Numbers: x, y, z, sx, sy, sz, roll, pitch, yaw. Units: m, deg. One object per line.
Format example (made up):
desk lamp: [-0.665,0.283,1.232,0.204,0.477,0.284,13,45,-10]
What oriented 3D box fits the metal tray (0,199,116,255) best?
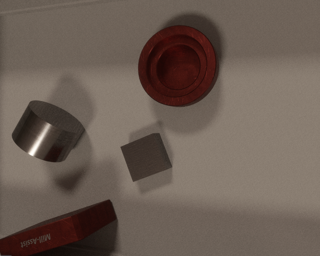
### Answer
metal tray: [-0.138,0.138,0.422,0.130,0.090,0.030,-22,83,18]

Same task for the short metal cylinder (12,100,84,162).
short metal cylinder: [-0.156,0.004,0.435,0.080,0.080,0.050,37,102,16]

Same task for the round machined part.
round machined part: [0.026,-0.075,0.392,0.098,0.042,0.097,0,90,19]

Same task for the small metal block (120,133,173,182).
small metal block: [-0.018,0.039,0.416,0.050,0.025,0.050,-23,83,18]
